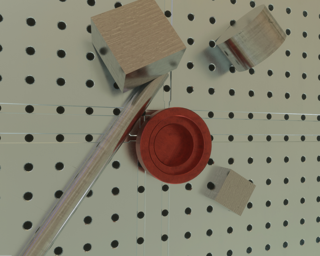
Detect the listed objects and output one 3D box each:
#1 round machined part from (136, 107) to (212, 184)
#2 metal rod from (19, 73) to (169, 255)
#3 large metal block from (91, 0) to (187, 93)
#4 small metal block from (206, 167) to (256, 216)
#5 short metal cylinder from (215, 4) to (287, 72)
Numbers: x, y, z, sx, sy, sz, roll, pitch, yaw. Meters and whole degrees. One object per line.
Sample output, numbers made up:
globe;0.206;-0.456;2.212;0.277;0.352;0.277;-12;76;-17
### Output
round machined part;0.015;0.022;0.410;0.099;0.042;0.097;0;90;-20
metal rod;-0.080;0.046;0.383;0.025;0.025;0.300;37;78;-17
large metal block;-0.028;-0.101;0.376;0.081;0.050;0.080;-28;79;-18
small metal block;0.104;0.092;0.453;0.050;0.025;0.050;34;79;-17
short metal cylinder;0.125;-0.124;0.431;0.080;0.080;0.050;-47;105;-14
